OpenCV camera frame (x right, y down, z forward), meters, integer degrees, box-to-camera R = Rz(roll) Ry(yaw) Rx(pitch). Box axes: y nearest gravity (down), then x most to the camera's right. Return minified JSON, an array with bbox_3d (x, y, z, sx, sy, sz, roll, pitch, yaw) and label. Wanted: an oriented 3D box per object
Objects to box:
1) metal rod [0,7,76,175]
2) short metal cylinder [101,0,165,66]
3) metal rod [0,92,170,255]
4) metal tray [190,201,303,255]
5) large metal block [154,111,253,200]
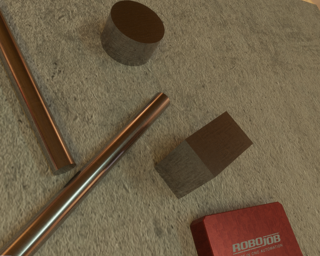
[{"bbox_3d":[-0.172,-0.082,0.361,0.025,0.025,0.299,-20,72,-36],"label":"metal rod"},{"bbox_3d":[-0.040,-0.137,0.451,0.081,0.050,0.080,14,56,-21],"label":"short metal cylinder"},{"bbox_3d":[-0.073,0.049,0.335,0.025,0.025,0.301,41,51,-1],"label":"metal rod"},{"bbox_3d":[0.108,0.144,0.373,0.131,0.030,0.090,-1,62,-29],"label":"metal tray"},{"bbox_3d":[0.052,0.034,0.378,0.081,0.080,0.050,-31,80,-38],"label":"large metal block"}]
